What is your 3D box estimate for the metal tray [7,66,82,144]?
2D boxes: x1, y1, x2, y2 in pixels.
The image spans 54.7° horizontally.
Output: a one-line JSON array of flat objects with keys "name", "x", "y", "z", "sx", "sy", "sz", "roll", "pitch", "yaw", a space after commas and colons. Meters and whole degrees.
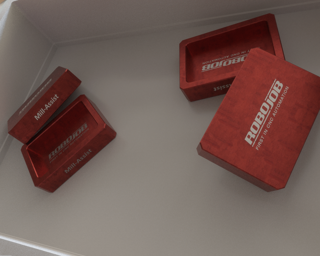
[{"name": "metal tray", "x": -0.192, "y": -0.042, "z": 0.508, "sx": 0.130, "sy": 0.030, "sz": 0.090, "roll": -50, "pitch": 29, "yaw": -7}]

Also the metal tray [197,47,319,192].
[{"name": "metal tray", "x": 0.108, "y": -0.011, "z": 0.326, "sx": 0.090, "sy": 0.030, "sz": 0.130, "roll": 29, "pitch": 76, "yaw": 7}]

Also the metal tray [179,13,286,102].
[{"name": "metal tray", "x": 0.092, "y": -0.092, "z": 0.410, "sx": 0.130, "sy": 0.030, "sz": 0.090, "roll": -12, "pitch": 57, "yaw": 21}]

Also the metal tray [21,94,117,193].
[{"name": "metal tray", "x": -0.138, "y": 0.021, "z": 0.462, "sx": 0.130, "sy": 0.030, "sz": 0.090, "roll": -42, "pitch": 51, "yaw": -1}]
